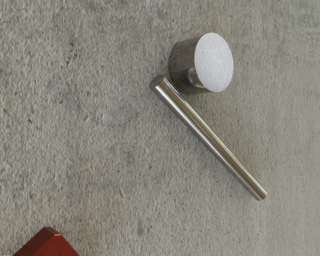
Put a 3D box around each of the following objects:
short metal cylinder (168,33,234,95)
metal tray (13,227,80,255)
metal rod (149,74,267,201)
[{"bbox_3d":[0.058,-0.088,0.437,0.081,0.050,0.079,0,90,-40],"label":"short metal cylinder"},{"bbox_3d":[-0.128,0.174,0.294,0.131,0.030,0.090,-43,116,-31],"label":"metal tray"},{"bbox_3d":[0.088,0.029,0.478,0.300,0.025,0.025,44,63,-31],"label":"metal rod"}]
